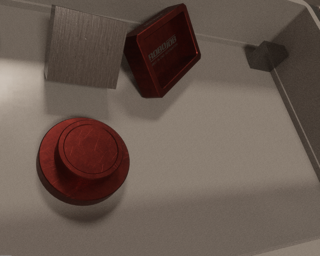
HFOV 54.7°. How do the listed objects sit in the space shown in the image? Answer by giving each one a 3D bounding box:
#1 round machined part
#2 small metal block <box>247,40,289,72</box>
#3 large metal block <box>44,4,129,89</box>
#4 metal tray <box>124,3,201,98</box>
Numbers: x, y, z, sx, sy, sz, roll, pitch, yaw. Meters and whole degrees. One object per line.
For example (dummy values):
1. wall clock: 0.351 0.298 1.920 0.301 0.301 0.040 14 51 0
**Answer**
1. round machined part: -0.079 0.030 0.335 0.099 0.042 0.098 14 56 -21
2. small metal block: 0.202 -0.134 0.583 0.050 0.050 0.025 4 60 -27
3. large metal block: -0.091 -0.097 0.373 0.081 0.079 0.050 5 20 -26
4. metal tray: 0.007 -0.112 0.445 0.131 0.030 0.090 -49 128 -39
